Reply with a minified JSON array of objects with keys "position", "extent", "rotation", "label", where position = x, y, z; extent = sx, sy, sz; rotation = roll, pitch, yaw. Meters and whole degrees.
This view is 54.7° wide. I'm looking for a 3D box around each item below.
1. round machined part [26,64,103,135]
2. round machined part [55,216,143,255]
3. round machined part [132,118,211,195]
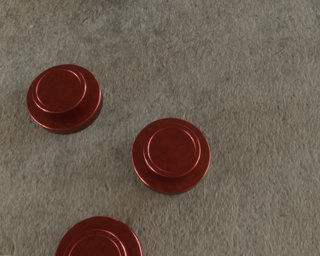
[{"position":[-0.129,-0.043,0.413],"extent":[0.099,0.042,0.098],"rotation":[0,70,-1],"label":"round machined part"},{"position":[-0.069,0.149,0.344],"extent":[0.099,0.042,0.098],"rotation":[0,70,-1],"label":"round machined part"},{"position":[0.014,0.032,0.388],"extent":[0.099,0.042,0.098],"rotation":[0,70,-1],"label":"round machined part"}]
